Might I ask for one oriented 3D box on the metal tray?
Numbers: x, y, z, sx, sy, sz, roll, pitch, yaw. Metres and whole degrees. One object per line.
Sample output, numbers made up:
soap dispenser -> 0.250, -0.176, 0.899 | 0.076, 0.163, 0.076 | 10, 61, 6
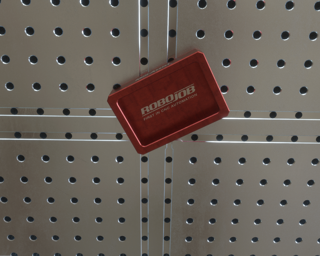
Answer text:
metal tray -> 0.011, -0.032, 0.398 | 0.130, 0.030, 0.090 | -25, 108, 9
